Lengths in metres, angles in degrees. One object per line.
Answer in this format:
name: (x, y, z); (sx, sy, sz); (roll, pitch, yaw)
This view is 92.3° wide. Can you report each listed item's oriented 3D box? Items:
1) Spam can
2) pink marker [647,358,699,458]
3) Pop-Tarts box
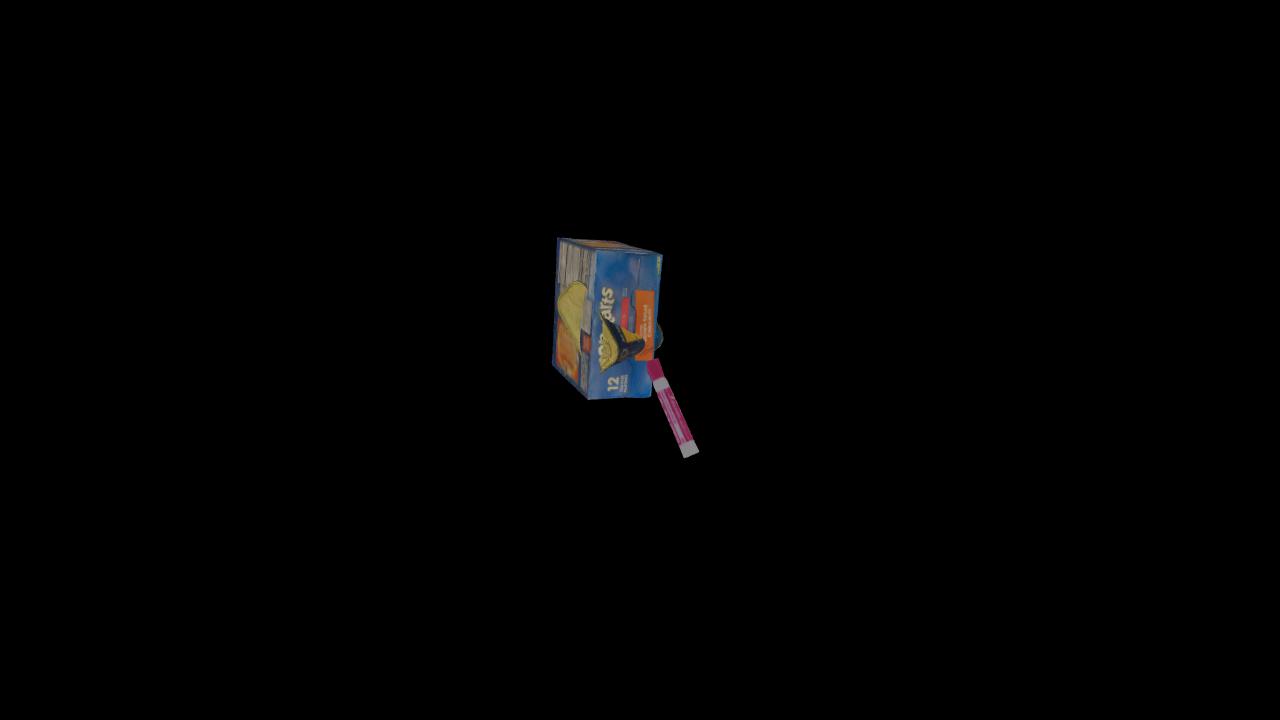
Spam can: (-0.032, -0.044, 0.701); (0.085, 0.101, 0.058); (-19, -12, -47)
pink marker: (0.034, 0.051, 0.691); (0.020, 0.121, 0.020); (-23, -11, -5)
Pop-Tarts box: (-0.044, -0.054, 0.731); (0.083, 0.167, 0.141); (-3, 17, -24)
